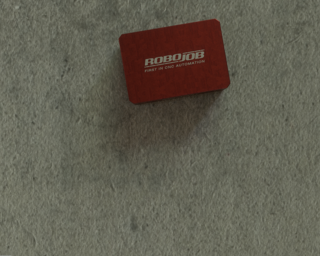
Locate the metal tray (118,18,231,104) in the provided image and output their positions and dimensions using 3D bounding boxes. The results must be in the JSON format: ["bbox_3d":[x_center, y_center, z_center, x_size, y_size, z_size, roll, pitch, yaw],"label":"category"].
[{"bbox_3d":[0.019,-0.085,0.408,0.131,0.030,0.090,-10,90,0],"label":"metal tray"}]
